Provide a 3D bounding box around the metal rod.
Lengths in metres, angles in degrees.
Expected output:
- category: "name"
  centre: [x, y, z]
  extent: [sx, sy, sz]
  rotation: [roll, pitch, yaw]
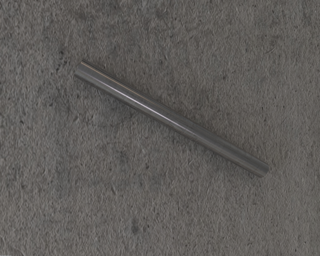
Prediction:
- category: "metal rod"
  centre: [0.028, -0.005, 0.418]
  extent: [0.301, 0.025, 0.025]
  rotation: [28, 81, -18]
